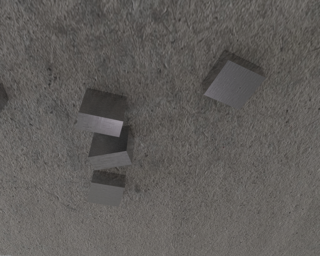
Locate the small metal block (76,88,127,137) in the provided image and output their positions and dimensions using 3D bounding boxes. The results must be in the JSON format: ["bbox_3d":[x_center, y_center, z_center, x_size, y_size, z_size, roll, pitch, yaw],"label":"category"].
[{"bbox_3d":[-0.069,-0.019,0.374,0.050,0.050,0.025,12,129,-10],"label":"small metal block"}]

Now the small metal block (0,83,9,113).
[{"bbox_3d":[-0.217,-0.029,0.364,0.050,0.050,0.025,1,130,-1],"label":"small metal block"}]

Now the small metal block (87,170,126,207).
[{"bbox_3d":[-0.084,0.096,0.488,0.050,0.025,0.050,11,129,-10],"label":"small metal block"}]

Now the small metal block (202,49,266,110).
[{"bbox_3d":[0.084,-0.055,0.361,0.050,0.025,0.050,21,127,-17],"label":"small metal block"}]

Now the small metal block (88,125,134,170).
[{"bbox_3d":[-0.063,0.026,0.412,0.050,0.050,0.025,-10,129,8],"label":"small metal block"}]
